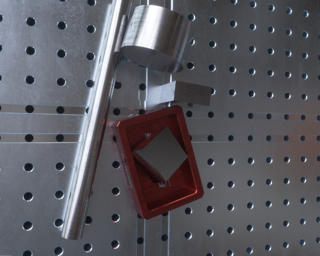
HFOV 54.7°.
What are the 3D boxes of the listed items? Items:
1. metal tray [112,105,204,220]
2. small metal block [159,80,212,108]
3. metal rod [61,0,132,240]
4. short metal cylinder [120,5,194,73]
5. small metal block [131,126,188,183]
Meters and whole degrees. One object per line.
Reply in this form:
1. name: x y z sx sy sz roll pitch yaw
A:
1. metal tray: -0.001 0.043 0.410 0.091 0.030 0.129 -17 96 -20
2. small metal block: 0.033 -0.043 0.413 0.050 0.050 0.025 7 87 -20
3. metal rod: -0.077 -0.015 0.384 0.025 0.025 0.298 13 86 -20
4. short metal cylinder: -0.003 -0.107 0.383 0.081 0.080 0.050 18 84 -20
5. small metal block: 0.000 0.034 0.391 0.050 0.025 0.050 -44 105 -37
